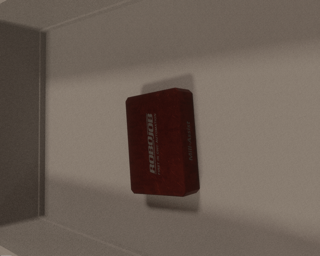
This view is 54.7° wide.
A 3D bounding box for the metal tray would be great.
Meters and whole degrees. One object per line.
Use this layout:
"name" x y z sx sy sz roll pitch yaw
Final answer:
"metal tray" 0.001 0.019 0.401 0.090 0.030 0.129 -7 86 39
